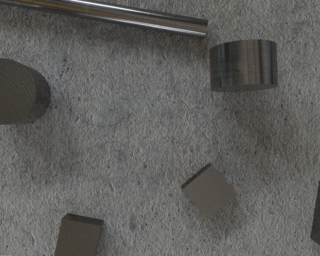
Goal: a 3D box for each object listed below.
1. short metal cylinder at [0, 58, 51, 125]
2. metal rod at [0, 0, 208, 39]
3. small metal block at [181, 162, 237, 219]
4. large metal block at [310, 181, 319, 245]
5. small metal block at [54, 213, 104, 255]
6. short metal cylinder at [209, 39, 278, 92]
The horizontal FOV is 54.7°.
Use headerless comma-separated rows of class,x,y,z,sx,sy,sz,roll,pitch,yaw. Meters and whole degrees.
short metal cylinder,-0.189,-0.044,0.396,0.081,0.050,0.080,0,90,0
metal rod,-0.088,-0.155,0.409,0.302,0.025,0.025,10,90,-1
small metal block,0.064,0.082,0.411,0.050,0.025,0.050,-40,90,0
large metal block,0.237,0.116,0.385,0.050,0.080,0.080,9,90,0
small metal block,-0.106,0.145,0.409,0.050,0.025,0.050,11,90,0
short metal cylinder,0.103,-0.074,0.383,0.081,0.080,0.050,-2,90,0
